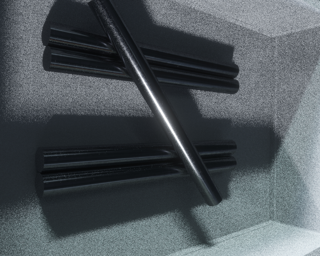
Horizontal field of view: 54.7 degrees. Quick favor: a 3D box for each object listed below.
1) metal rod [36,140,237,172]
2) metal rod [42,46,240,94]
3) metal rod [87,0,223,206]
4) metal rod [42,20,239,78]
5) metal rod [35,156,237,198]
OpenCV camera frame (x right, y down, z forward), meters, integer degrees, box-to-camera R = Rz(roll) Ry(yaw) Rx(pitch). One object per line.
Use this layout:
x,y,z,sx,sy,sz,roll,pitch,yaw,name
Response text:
-0.002,0.031,0.402,0.302,0.025,0.025,0,90,-40,metal rod
0.003,-0.068,0.406,0.302,0.025,0.025,1,90,-40,metal rod
0.006,-0.017,0.378,0.025,0.025,0.299,-46,117,-30,metal rod
0.002,-0.093,0.406,0.302,0.025,0.025,1,90,-40,metal rod
-0.003,0.056,0.402,0.302,0.025,0.025,0,90,-40,metal rod
